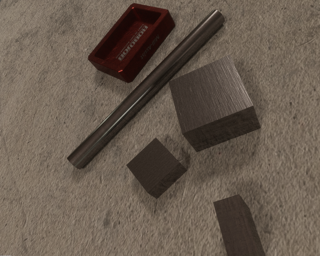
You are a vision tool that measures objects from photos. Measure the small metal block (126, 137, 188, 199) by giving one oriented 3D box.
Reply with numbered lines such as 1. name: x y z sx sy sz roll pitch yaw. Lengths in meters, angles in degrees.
1. small metal block: -0.004 0.048 0.375 0.050 0.025 0.050 -43 51 -2

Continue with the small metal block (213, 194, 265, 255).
1. small metal block: 0.075 0.096 0.289 0.025 0.050 0.050 -22 54 15

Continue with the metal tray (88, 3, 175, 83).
1. metal tray: -0.047 -0.144 0.511 0.090 0.030 0.130 28 76 37

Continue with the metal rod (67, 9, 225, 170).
1. metal rod: -0.017 -0.058 0.446 0.300 0.025 0.025 -46 51 -5

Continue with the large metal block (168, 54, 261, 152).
1. large metal block: 0.064 -0.029 0.371 0.080 0.050 0.080 -22 54 14
